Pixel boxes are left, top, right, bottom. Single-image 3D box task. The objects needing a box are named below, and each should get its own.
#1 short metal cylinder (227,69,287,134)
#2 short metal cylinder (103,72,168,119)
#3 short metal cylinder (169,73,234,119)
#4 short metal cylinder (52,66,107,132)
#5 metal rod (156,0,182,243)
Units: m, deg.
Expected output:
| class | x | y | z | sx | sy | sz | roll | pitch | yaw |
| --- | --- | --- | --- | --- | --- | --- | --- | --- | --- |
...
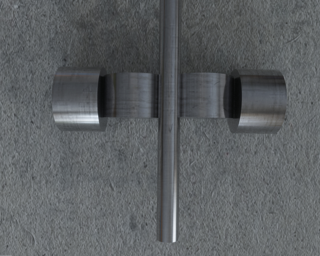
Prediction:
| class | x | y | z | sx | sy | sz | roll | pitch | yaw |
| --- | --- | --- | --- | --- | --- | --- | --- | --- | --- |
| short metal cylinder | 0.116 | -0.033 | 0.385 | 0.050 | 0.080 | 0.080 | 1 | 90 | 0 |
| short metal cylinder | -0.030 | -0.037 | 0.383 | 0.081 | 0.080 | 0.050 | 1 | 90 | 0 |
| short metal cylinder | 0.050 | -0.037 | 0.384 | 0.081 | 0.080 | 0.050 | 1 | 90 | 0 |
| short metal cylinder | -0.095 | -0.035 | 0.383 | 0.050 | 0.080 | 0.080 | 1 | 90 | 0 |
| metal rod | 0.010 | -0.024 | 0.350 | 0.025 | 0.025 | 0.298 | 1 | 90 | 0 |
